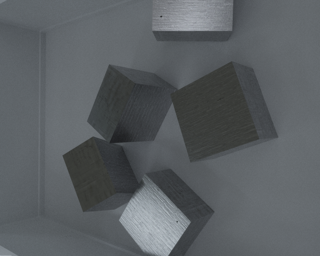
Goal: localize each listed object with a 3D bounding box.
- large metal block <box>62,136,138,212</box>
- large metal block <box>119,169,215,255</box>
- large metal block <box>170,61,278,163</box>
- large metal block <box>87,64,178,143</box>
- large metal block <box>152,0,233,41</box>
[{"bbox_3d":[-0.076,0.065,0.423,0.050,0.080,0.080,-31,69,11],"label":"large metal block"},{"bbox_3d":[0.006,0.110,0.384,0.080,0.050,0.079,42,115,31],"label":"large metal block"},{"bbox_3d":[0.067,-0.014,0.334,0.080,0.050,0.080,-25,75,37],"label":"large metal block"},{"bbox_3d":[-0.034,-0.029,0.397,0.050,0.081,0.079,39,114,33],"label":"large metal block"},{"bbox_3d":[0.035,-0.139,0.334,0.080,0.050,0.079,1,94,5],"label":"large metal block"}]
